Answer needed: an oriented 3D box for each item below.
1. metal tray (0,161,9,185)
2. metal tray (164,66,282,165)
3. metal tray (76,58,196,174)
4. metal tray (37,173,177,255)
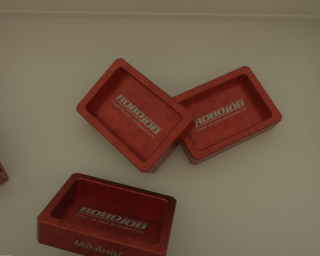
[{"bbox_3d":[-0.240,0.010,0.368,0.030,0.090,0.130,-33,74,-11],"label":"metal tray"},{"bbox_3d":[0.081,-0.018,0.414,0.131,0.030,0.090,-24,72,-9],"label":"metal tray"},{"bbox_3d":[-0.032,-0.017,0.392,0.130,0.030,0.090,40,91,19],"label":"metal tray"},{"bbox_3d":[-0.053,0.099,0.340,0.131,0.090,0.030,13,115,4],"label":"metal tray"}]
